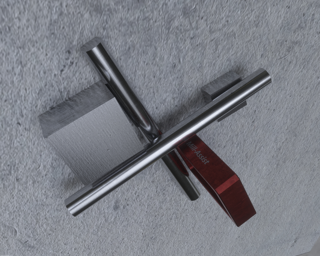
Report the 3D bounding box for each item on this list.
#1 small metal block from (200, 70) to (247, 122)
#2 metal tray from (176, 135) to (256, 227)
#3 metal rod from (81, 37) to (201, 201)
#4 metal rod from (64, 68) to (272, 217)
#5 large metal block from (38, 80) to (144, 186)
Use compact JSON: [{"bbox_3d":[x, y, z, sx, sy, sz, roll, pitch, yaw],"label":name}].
[{"bbox_3d":[0.090,-0.044,0.432,0.050,0.025,0.050,-31,129,-9],"label":"small metal block"},{"bbox_3d":[0.066,0.059,0.414,0.030,0.130,0.090,-36,129,-4],"label":"metal tray"},{"bbox_3d":[-0.008,0.011,0.413,0.025,0.025,0.299,-36,130,-4],"label":"metal rod"},{"bbox_3d":[0.015,0.014,0.394,0.301,0.025,0.025,-34,129,-6],"label":"metal rod"},{"bbox_3d":[-0.076,0.005,0.353,0.080,0.050,0.080,-32,129,-8],"label":"large metal block"}]
